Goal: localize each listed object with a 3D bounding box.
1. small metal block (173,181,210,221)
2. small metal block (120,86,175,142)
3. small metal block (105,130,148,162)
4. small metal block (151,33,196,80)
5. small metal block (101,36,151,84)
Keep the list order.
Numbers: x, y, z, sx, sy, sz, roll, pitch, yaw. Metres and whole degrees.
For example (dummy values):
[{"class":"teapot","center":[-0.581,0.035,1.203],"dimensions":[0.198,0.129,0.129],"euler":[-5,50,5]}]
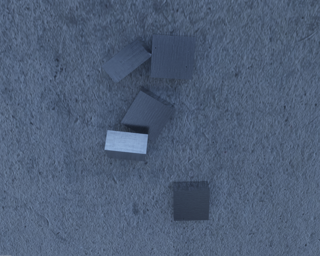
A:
[{"class":"small metal block","center":[0.044,0.106,0.449],"dimensions":[0.050,0.025,0.050],"euler":[-1,110,0]},{"class":"small metal block","center":[-0.016,-0.018,0.403],"dimensions":[0.050,0.025,0.050],"euler":[30,107,-11]},{"class":"small metal block","center":[-0.043,0.024,0.402],"dimensions":[0.050,0.050,0.025],"euler":[6,73,-3]},{"class":"small metal block","center":[0.015,-0.087,0.378],"dimensions":[0.050,0.025,0.050],"euler":[3,110,-2]},{"class":"small metal block","center":[-0.037,-0.082,0.366],"dimensions":[0.050,0.050,0.025],"euler":[-36,106,12]}]
